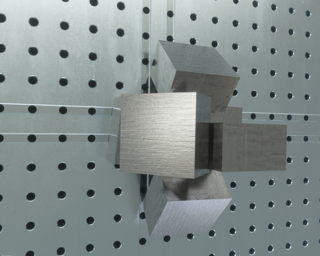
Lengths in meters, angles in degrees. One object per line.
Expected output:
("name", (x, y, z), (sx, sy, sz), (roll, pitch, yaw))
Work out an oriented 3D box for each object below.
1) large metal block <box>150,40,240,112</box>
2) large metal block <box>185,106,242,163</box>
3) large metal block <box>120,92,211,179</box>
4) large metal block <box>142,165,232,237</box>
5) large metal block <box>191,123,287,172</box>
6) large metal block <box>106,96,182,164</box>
("large metal block", (0.040, -0.066, 0.390), (0.081, 0.080, 0.050), (2, 128, -20))
("large metal block", (0.062, 0.010, 0.421), (0.081, 0.050, 0.080), (3, 89, -20))
("large metal block", (0.007, 0.006, 0.324), (0.080, 0.050, 0.080), (1, 90, 25))
("large metal block", (0.030, 0.091, 0.388), (0.081, 0.050, 0.079), (2, 134, -20))
("large metal block", (0.087, 0.020, 0.362), (0.081, 0.080, 0.050), (2, 89, -20))
("large metal block", (-0.019, 0.006, 0.393), (0.081, 0.050, 0.080), (7, 88, -20))
